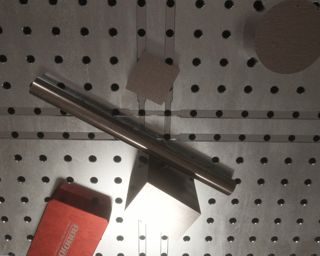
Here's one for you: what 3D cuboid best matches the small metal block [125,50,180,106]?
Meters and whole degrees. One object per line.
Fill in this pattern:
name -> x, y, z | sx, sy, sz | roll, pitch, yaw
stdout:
small metal block -> -0.009, -0.064, 0.390 | 0.050, 0.025, 0.050 | 25, 108, -10

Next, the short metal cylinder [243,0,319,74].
short metal cylinder -> 0.144, -0.107, 0.363 | 0.081, 0.050, 0.079 | 0, 110, -1

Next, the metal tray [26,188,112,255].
metal tray -> -0.140, 0.164, 0.469 | 0.090, 0.030, 0.129 | 24, 108, -9

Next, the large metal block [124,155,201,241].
large metal block -> 0.003, 0.090, 0.418 | 0.080, 0.080, 0.050 | 33, 107, -12

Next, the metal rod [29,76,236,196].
metal rod -> -0.028, 0.016, 0.418 | 0.301, 0.025, 0.025 | 28, 107, -11
